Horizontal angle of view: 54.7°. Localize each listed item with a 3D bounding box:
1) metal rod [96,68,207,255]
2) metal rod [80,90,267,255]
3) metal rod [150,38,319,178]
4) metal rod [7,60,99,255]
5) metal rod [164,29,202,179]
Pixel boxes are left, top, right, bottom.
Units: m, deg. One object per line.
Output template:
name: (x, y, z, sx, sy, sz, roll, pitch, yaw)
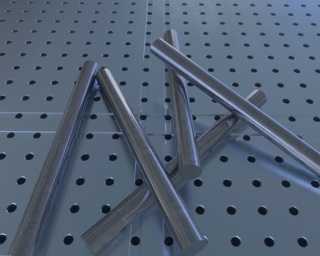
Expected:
metal rod: (-0.028, 0.013, 0.372, 0.025, 0.025, 0.300, -18, 45, -15)
metal rod: (0.036, 0.036, 0.377, 0.302, 0.025, 0.025, -37, 60, -27)
metal rod: (0.106, -0.025, 0.396, 0.300, 0.025, 0.025, 40, 60, 16)
metal rod: (-0.122, 0.018, 0.390, 0.025, 0.025, 0.300, 4, 50, 3)
metal rod: (0.026, -0.057, 0.437, 0.025, 0.025, 0.300, -2, 44, -2)
